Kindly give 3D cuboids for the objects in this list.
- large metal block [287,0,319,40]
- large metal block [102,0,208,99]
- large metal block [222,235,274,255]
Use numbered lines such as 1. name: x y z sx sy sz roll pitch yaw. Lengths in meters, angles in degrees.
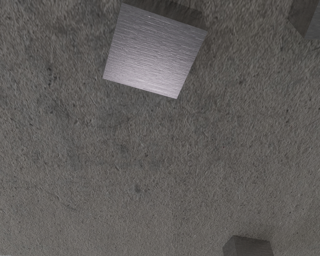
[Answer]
1. large metal block: 0.177 -0.127 0.284 0.081 0.050 0.079 3 130 -3
2. large metal block: -0.007 -0.085 0.318 0.081 0.050 0.079 14 129 -12
3. large metal block: 0.173 0.261 0.595 0.081 0.080 0.050 13 129 -11
